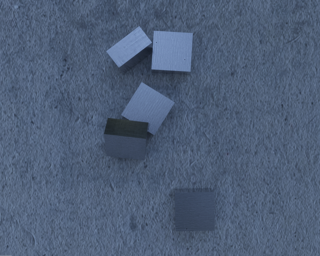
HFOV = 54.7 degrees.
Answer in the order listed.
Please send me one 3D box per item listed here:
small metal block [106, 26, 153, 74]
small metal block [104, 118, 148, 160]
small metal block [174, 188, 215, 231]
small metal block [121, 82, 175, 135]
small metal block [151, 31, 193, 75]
[{"bbox_3d":[-0.037,-0.098,0.397,0.050,0.050,0.025,-37,90,0],"label":"small metal block"},{"bbox_3d":[-0.042,0.015,0.395,0.050,0.050,0.025,7,53,0],"label":"small metal block"},{"bbox_3d":[0.045,0.107,0.410,0.050,0.025,0.050,-1,90,0],"label":"small metal block"},{"bbox_3d":[-0.015,-0.025,0.410,0.050,0.025,0.050,32,90,0],"label":"small metal block"},{"bbox_3d":[0.016,-0.099,0.410,0.050,0.025,0.050,3,90,0],"label":"small metal block"}]
